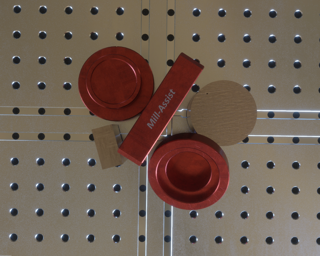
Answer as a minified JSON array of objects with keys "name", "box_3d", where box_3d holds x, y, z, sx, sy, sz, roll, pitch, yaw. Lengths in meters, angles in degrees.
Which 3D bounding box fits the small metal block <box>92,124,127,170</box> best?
[{"name":"small metal block","box_3d":[-0.063,0.023,0.396,0.025,0.050,0.050,-15,90,0]}]

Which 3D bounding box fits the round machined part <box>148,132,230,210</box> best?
[{"name":"round machined part","box_3d":[0.037,0.050,0.390,0.098,0.042,0.097,4,112,9]}]

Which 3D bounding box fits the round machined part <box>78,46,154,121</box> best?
[{"name":"round machined part","box_3d":[-0.057,-0.057,0.400,0.099,0.042,0.097,0,90,0]}]

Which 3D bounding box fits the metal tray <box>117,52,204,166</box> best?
[{"name":"metal tray","box_3d":[0.001,-0.021,0.377,0.030,0.090,0.130,33,90,0]}]

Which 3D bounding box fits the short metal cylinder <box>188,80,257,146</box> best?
[{"name":"short metal cylinder","box_3d":[0.077,-0.018,0.397,0.081,0.050,0.079,0,90,0]}]
